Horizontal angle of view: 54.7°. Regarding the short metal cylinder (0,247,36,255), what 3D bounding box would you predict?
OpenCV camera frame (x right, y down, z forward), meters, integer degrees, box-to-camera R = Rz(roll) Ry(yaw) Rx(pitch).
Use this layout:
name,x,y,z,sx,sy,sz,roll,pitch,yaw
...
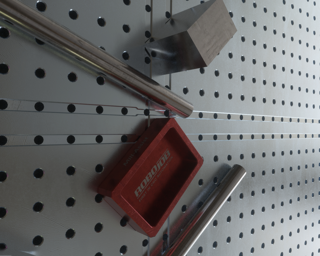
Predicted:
name,x,y,z,sx,sy,sz,roll,pitch,yaw
short metal cylinder,-0.127,0.142,0.267,0.080,0.080,0.050,32,70,-36

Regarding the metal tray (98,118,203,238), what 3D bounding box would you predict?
name,x,y,z,sx,sy,sz,roll,pitch,yaw
metal tray,-0.006,0.060,0.401,0.130,0.030,0.090,-51,120,-27

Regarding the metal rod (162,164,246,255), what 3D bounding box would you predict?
name,x,y,z,sx,sy,sz,roll,pitch,yaw
metal rod,0.039,0.157,0.441,0.302,0.025,0.025,-42,116,-32

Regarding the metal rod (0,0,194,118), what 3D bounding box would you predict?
name,x,y,z,sx,sy,sz,roll,pitch,yaw
metal rod,-0.070,-0.078,0.349,0.301,0.025,0.025,26,74,-37

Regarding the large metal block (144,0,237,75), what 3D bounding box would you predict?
name,x,y,z,sx,sy,sz,roll,pitch,yaw
large metal block,0.040,-0.119,0.407,0.080,0.080,0.050,-51,120,-28
